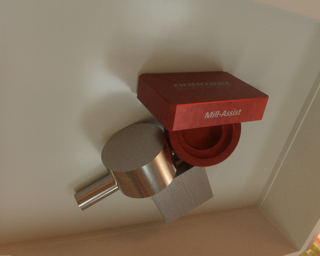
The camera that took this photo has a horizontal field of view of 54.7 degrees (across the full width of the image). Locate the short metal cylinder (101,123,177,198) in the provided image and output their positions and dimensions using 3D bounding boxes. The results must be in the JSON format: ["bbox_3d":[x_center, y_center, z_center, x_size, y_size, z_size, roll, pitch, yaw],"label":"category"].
[{"bbox_3d":[-0.025,0.039,0.383,0.080,0.080,0.050,-30,129,-10],"label":"short metal cylinder"}]

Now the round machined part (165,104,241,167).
[{"bbox_3d":[0.053,0.000,0.408,0.099,0.042,0.097,-1,93,-14],"label":"round machined part"}]

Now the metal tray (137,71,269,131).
[{"bbox_3d":[0.049,-0.037,0.369,0.131,0.090,0.030,-7,122,-26],"label":"metal tray"}]

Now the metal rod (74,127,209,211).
[{"bbox_3d":[0.022,0.027,0.437,0.302,0.025,0.025,-29,129,-10],"label":"metal rod"}]

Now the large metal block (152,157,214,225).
[{"bbox_3d":[0.024,0.082,0.454,0.080,0.050,0.080,-29,129,-10],"label":"large metal block"}]
